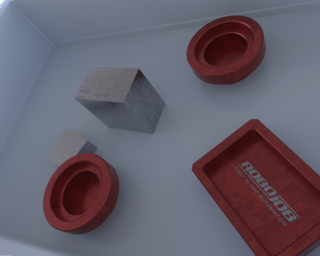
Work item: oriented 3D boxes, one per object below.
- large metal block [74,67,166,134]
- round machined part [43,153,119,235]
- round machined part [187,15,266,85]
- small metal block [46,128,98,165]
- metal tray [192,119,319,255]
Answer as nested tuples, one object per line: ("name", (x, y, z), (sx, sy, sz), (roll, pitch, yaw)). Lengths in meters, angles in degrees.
("large metal block", (-0.051, -0.037, 0.418), (0.080, 0.080, 0.050), (8, 66, 31))
("round machined part", (-0.093, 0.084, 0.390), (0.098, 0.042, 0.098), (-13, 56, 20))
("round machined part", (0.088, -0.097, 0.407), (0.098, 0.042, 0.098), (-13, 56, 20))
("small metal block", (-0.128, 0.035, 0.450), (0.050, 0.025, 0.050), (25, 75, 36))
("metal tray", (0.104, 0.062, 0.309), (0.090, 0.030, 0.130), (-38, 51, 2))
